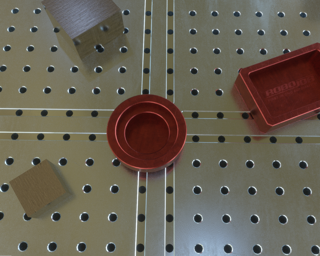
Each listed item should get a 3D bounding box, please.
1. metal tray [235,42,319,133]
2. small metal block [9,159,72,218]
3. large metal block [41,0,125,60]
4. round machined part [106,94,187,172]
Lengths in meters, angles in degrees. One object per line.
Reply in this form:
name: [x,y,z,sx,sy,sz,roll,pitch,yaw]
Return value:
metal tray: [0.183,-0.057,0.430,0.131,0.030,0.090,-20,71,-7]
small metal block: [-0.147,0.075,0.383,0.050,0.025,0.050,-33,74,-12]
large metal block: [-0.111,-0.163,0.457,0.080,0.050,0.080,-36,74,-12]
round machined part: [-0.016,0.009,0.399,0.099,0.042,0.098,0,70,0]
